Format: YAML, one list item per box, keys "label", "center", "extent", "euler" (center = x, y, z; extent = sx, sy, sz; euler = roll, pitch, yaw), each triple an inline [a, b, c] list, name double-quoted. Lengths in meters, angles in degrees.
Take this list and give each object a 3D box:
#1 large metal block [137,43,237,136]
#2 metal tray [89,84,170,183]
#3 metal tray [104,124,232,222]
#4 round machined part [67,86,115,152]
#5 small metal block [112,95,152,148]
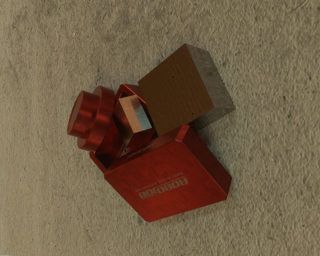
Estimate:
- label: "large metal block"
  center: [0.030, -0.039, 0.366]
  extent: [0.080, 0.050, 0.080]
  euler: [-33, 70, 35]
- label: "metal tray"
  center: [-0.044, 0.015, 0.438]
  extent: [0.090, 0.030, 0.129]
  euler: [42, 115, 31]
- label: "metal tray"
  center: [0.006, 0.059, 0.368]
  extent: [0.130, 0.030, 0.090]
  euler: [-29, 109, 37]
- label: "round machined part"
  center: [-0.105, -0.017, 0.455]
  extent: [0.097, 0.042, 0.098]
  euler: [-45, 34, 45]
- label: "small metal block"
  center: [-0.038, -0.008, 0.408]
  extent: [0.050, 0.025, 0.050]
  euler: [65, 153, 17]
